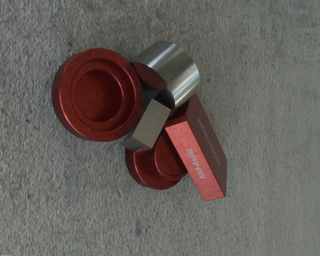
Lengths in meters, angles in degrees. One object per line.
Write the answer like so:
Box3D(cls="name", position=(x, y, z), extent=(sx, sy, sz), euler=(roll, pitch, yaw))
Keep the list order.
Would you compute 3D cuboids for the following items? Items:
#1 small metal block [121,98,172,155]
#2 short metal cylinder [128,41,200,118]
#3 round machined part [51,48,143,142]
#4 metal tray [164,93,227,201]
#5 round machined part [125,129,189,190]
Box3D(cls="small metal block", position=(-0.017, 0.000, 0.355), extent=(0.025, 0.050, 0.050), euler=(31, 69, -10))
Box3D(cls="short metal cylinder", position=(0.000, -0.057, 0.373), extent=(0.050, 0.080, 0.080), euler=(-45, 118, -31))
Box3D(cls="round machined part", position=(-0.070, -0.034, 0.338), extent=(0.099, 0.042, 0.097), euler=(0, 90, -40))
Box3D(cls="metal tray", position=(0.053, 0.022, 0.421), extent=(0.130, 0.030, 0.090), euler=(61, 24, -22))
Box3D(cls="round machined part", position=(0.007, 0.032, 0.403), extent=(0.099, 0.042, 0.097), euler=(0, 90, -40))
